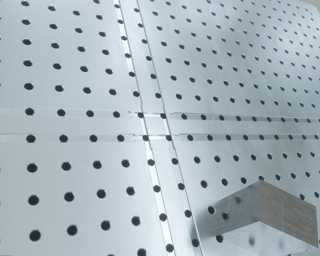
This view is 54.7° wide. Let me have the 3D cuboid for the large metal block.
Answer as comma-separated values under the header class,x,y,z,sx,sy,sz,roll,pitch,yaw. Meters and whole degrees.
class,x,y,z,sx,sy,sz,roll,pitch,yaw
large metal block,0.127,0.113,0.374,0.080,0.080,0.050,27,52,-12
